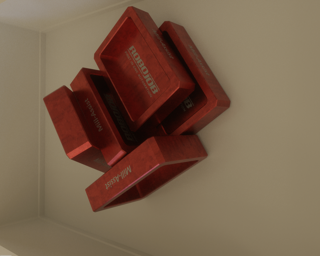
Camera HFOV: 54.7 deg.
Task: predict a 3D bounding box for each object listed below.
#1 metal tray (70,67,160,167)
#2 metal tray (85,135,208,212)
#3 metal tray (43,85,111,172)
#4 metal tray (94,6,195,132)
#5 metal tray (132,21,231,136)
[{"bbox_3d":[-0.050,-0.016,0.400,0.030,0.091,0.130,-44,64,31],"label":"metal tray"},{"bbox_3d":[-0.017,0.055,0.375,0.130,0.091,0.030,-39,66,32],"label":"metal tray"},{"bbox_3d":[-0.093,0.009,0.412,0.030,0.130,0.090,-31,67,3],"label":"metal tray"},{"bbox_3d":[-0.025,-0.071,0.380,0.090,0.030,0.130,-44,63,31],"label":"metal tray"},{"bbox_3d":[0.017,-0.055,0.387,0.090,0.030,0.130,-42,64,33],"label":"metal tray"}]
